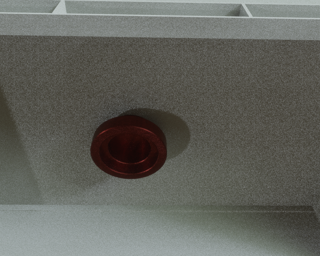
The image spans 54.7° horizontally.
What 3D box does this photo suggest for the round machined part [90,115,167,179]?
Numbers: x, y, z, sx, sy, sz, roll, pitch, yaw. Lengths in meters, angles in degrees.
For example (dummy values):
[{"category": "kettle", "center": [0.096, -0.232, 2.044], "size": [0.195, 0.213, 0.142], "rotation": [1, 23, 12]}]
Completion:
[{"category": "round machined part", "center": [-0.040, 0.021, 0.415], "size": [0.099, 0.042, 0.097], "rotation": [-1, 130, 0]}]
